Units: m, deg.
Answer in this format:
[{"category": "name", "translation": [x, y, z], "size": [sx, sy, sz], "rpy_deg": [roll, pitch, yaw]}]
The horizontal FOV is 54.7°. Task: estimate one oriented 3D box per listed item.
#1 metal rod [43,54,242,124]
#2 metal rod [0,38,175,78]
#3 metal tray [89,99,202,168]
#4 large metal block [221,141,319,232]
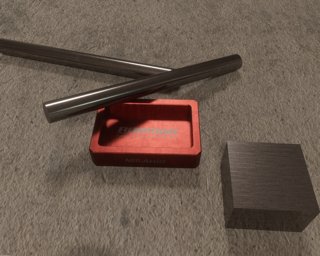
[{"category": "metal rod", "translation": [-0.003, -0.061, 0.423], "size": [0.302, 0.025, 0.025], "rpy_deg": [-20, 52, -28]}, {"category": "metal rod", "translation": [-0.117, -0.106, 0.490], "size": [0.301, 0.025, 0.025], "rpy_deg": [12, 51, 9]}, {"category": "metal tray", "translation": [-0.016, 0.005, 0.395], "size": [0.131, 0.030, 0.090], "rpy_deg": [1, 50, 1]}, {"category": "large metal block", "translation": [0.112, 0.063, 0.336], "size": [0.080, 0.050, 0.080], "rpy_deg": [3, 50, 2]}]
